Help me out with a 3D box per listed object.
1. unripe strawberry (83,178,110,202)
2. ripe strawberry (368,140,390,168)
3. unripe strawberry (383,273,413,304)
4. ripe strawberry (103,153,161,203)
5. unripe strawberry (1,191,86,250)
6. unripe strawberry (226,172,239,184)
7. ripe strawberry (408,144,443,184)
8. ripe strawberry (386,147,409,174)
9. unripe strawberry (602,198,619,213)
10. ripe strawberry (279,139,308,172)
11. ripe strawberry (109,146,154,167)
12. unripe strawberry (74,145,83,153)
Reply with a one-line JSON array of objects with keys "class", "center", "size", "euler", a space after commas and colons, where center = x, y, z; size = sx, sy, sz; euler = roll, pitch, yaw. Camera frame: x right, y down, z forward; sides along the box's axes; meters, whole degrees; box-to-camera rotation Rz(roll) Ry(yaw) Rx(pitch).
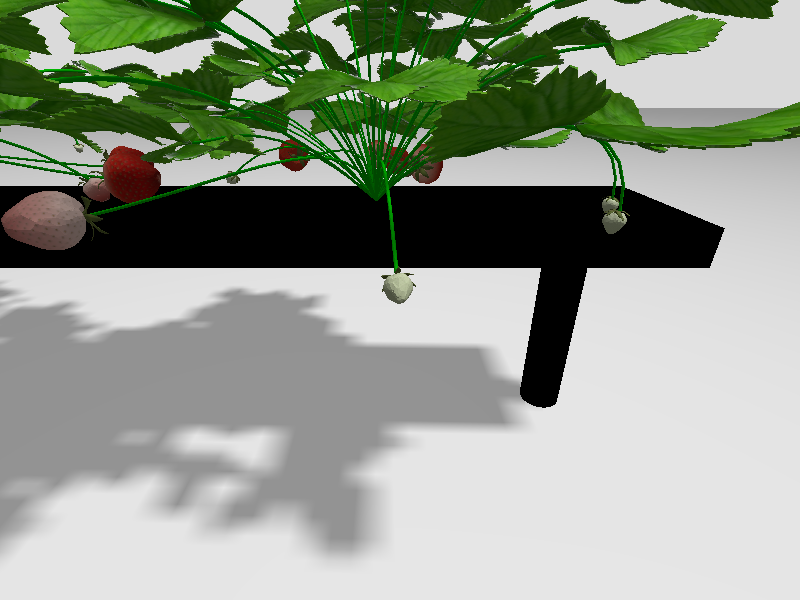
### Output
[{"class": "unripe strawberry", "center": [-0.256, -0.092, 0.339], "size": [0.020, 0.019, 0.018], "euler": [-28, 23, 15]}, {"class": "ripe strawberry", "center": [-0.027, -0.185, 0.508], "size": [0.032, 0.034, 0.035], "euler": [-1, 27, -2]}, {"class": "unripe strawberry", "center": [-0.001, -0.004, 0.174], "size": [0.013, 0.014, 0.014], "euler": [-3, 39, -5]}, {"class": "ripe strawberry", "center": [-0.225, -0.103, 0.341], "size": [0.042, 0.041, 0.039], "euler": [0, 27, 0]}, {"class": "unripe strawberry", "center": [-0.204, -0.045, 0.231], "size": [0.037, 0.032, 0.037], "euler": [-18, 32, -30]}, {"class": "unripe strawberry", "center": [-0.173, -0.124, 0.410], "size": [0.013, 0.013, 0.012], "euler": [-23, 12, 35]}, {"class": "ripe strawberry", "center": [0.029, -0.143, 0.418], "size": [0.037, 0.039, 0.041], "euler": [14, 30, 26]}, {"class": "ripe strawberry", "center": [-0.003, -0.164, 0.468], "size": [0.029, 0.031, 0.031], "euler": [3, 27, 6]}, {"class": "unripe strawberry", "center": [0.153, -0.069, 0.292], "size": [0.011, 0.011, 0.011], "euler": [9, 28, 17]}, {"class": "ripe strawberry", "center": [-0.131, -0.176, 0.487], "size": [0.035, 0.037, 0.038], "euler": [-17, 31, -30]}, {"class": "ripe strawberry", "center": [-0.268, -0.135, 0.402], "size": [0.035, 0.037, 0.033], "euler": [-8, 28, -17]}, {"class": "unripe strawberry", "center": [-0.444, -0.209, 0.555], "size": [0.011, 0.010, 0.010], "euler": [3, 27, 5]}]
